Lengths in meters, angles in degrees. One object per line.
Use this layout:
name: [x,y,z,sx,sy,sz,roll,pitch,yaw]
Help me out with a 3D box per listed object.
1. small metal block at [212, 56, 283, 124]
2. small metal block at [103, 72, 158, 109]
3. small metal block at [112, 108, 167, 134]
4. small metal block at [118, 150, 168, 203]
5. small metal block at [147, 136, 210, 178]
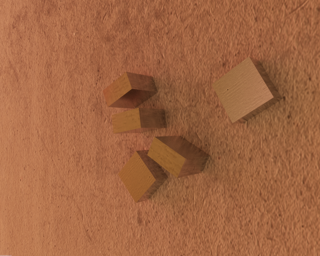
small metal block: [0.091,-0.039,0.330,0.050,0.025,0.050,-37,68,34]
small metal block: [-0.040,-0.050,0.422,0.050,0.050,0.025,-31,71,36]
small metal block: [-0.027,-0.009,0.411,0.050,0.050,0.025,-12,83,39]
small metal block: [-0.024,0.066,0.425,0.050,0.025,0.050,-52,60,27]
small metal block: [0.022,0.033,0.370,0.050,0.050,0.025,34,111,35]
